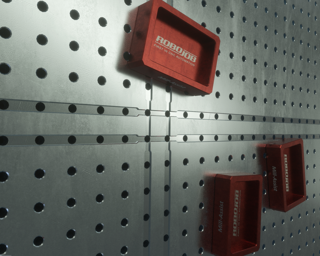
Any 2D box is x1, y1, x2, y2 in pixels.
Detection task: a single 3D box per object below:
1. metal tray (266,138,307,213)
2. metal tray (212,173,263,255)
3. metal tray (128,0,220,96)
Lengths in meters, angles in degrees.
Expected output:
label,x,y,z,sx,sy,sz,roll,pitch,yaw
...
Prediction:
label,x,y,z,sx,sy,sz,roll,pitch,yaw
metal tray,0.252,0.090,0.614,0.091,0.030,0.129,-10,96,-39
metal tray,0.130,0.141,0.513,0.091,0.030,0.129,5,87,-40
metal tray,0.025,-0.105,0.424,0.131,0.030,0.090,17,79,-39
